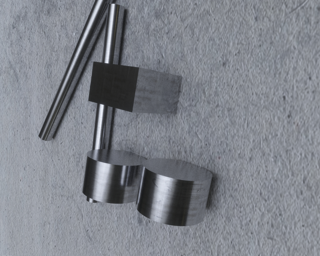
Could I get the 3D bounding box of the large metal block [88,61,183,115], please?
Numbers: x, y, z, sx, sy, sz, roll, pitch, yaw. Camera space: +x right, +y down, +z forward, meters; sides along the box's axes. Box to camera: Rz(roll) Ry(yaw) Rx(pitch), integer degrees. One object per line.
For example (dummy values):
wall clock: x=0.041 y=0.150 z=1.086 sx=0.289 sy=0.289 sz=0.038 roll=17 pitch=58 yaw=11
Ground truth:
large metal block: x=-0.031 y=-0.050 z=0.395 sx=0.080 sy=0.081 sz=0.050 roll=16 pitch=100 yaw=39

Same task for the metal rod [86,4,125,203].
metal rod: x=-0.084 y=-0.033 z=0.474 sx=0.025 sy=0.025 sz=0.298 roll=13 pitch=98 yaw=39

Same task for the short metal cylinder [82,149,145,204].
short metal cylinder: x=-0.062 y=0.063 z=0.420 sx=0.080 sy=0.081 sz=0.050 roll=16 pitch=100 yaw=39

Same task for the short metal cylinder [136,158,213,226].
short metal cylinder: x=0.016 y=0.070 z=0.356 sx=0.080 sy=0.081 sz=0.050 roll=17 pitch=101 yaw=39

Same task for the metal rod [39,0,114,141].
metal rod: x=-0.144 y=-0.100 z=0.523 sx=0.025 sy=0.025 sz=0.298 roll=46 pitch=117 yaw=30
